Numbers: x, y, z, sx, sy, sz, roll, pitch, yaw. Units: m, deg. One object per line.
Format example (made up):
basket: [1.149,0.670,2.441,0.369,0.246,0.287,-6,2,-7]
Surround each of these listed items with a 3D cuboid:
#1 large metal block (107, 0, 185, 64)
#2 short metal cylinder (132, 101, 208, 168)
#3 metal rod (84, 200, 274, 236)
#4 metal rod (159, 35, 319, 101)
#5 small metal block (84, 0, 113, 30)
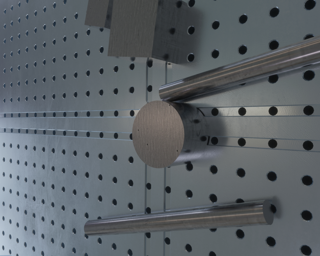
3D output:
large metal block: [-0.020,-0.130,0.409,0.080,0.050,0.079,12,98,39]
short metal cylinder: [0.012,0.007,0.383,0.080,0.050,0.079,0,90,40]
metal rod: [-0.001,0.124,0.409,0.299,0.025,0.025,-19,78,38]
metal rod: [0.121,-0.067,0.309,0.300,0.025,0.025,-12,83,39]
small metal block: [-0.088,-0.181,0.482,0.050,0.025,0.050,21,103,38]
